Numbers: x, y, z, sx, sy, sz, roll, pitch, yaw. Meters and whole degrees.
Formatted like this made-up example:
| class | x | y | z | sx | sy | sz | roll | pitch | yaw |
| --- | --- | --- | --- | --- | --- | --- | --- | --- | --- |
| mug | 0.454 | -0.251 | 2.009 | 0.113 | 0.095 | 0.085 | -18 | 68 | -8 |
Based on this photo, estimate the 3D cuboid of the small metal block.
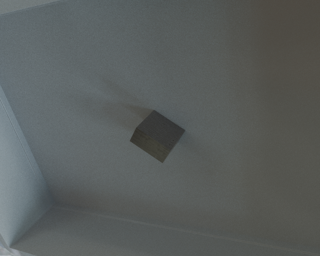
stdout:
| class | x | y | z | sx | sy | sz | roll | pitch | yaw |
| --- | --- | --- | --- | --- | --- | --- | --- | --- | --- |
| small metal block | -0.002 | 0.010 | 0.400 | 0.050 | 0.050 | 0.025 | 34 | 129 | 6 |
